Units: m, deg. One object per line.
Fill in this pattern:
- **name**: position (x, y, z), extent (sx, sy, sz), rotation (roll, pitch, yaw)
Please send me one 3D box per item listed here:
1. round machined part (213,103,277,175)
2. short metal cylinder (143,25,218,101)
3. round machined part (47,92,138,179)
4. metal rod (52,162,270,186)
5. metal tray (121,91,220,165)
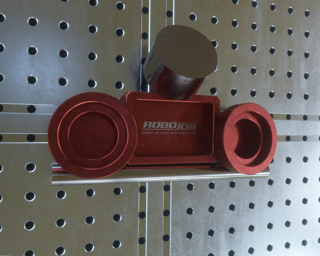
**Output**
- **round machined part**: position (0.114, 0.015, 0.436), extent (0.099, 0.042, 0.097), rotation (1, 88, -28)
- **short metal cylinder**: position (0.024, -0.081, 0.389), extent (0.081, 0.050, 0.080), rotation (9, 61, -16)
- **round machined part**: position (-0.078, 0.009, 0.366), extent (0.099, 0.042, 0.097), rotation (1, 87, -12)
- **metal rod**: position (0.015, 0.059, 0.414), extent (0.302, 0.025, 0.025), rotation (2, 90, -20)
- **metal tray**: position (0.015, 0.001, 0.411), extent (0.131, 0.030, 0.089), rotation (1, 90, -21)
